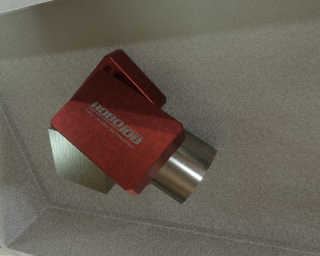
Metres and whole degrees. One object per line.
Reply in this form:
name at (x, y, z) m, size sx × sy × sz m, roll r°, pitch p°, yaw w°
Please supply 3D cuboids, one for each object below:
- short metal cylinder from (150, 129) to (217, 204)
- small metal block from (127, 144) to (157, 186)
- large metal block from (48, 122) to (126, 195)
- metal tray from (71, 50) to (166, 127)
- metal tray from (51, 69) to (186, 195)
short metal cylinder at (0.027, 0.046, 0.385) m, size 0.050 × 0.080 × 0.079 m, roll 34°, pitch 129°, yaw 5°
small metal block at (-0.017, 0.051, 0.446) m, size 0.050 × 0.025 × 0.050 m, roll -32°, pitch 101°, yaw 38°
large metal block at (-0.095, 0.032, 0.417) m, size 0.080 × 0.050 × 0.079 m, roll 15°, pitch 125°, yaw 19°
metal tray at (-0.065, -0.030, 0.417) m, size 0.090 × 0.030 × 0.129 m, roll 47°, pitch 129°, yaw -5°
metal tray at (-0.048, 0.001, 0.352) m, size 0.130 × 0.090 × 0.030 m, roll 36°, pitch 168°, yaw 22°
